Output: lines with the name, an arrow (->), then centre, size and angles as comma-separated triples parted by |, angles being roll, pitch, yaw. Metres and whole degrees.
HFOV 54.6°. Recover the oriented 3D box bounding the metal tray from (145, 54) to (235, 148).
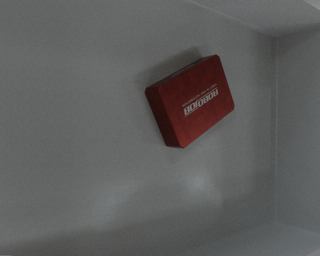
metal tray -> 0.048, -0.040, 0.442 | 0.131, 0.030, 0.090 | -34, 111, -35
